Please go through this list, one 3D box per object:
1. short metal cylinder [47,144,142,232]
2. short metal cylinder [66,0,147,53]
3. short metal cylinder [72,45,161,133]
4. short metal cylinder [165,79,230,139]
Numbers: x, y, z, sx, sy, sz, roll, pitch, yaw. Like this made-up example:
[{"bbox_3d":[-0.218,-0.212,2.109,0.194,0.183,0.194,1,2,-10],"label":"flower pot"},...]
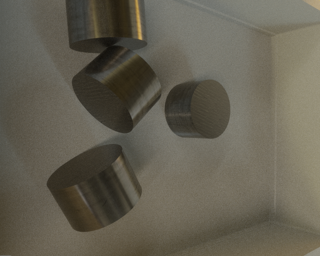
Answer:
[{"bbox_3d":[-0.065,0.058,0.316,0.081,0.080,0.050,-36,112,-34],"label":"short metal cylinder"},{"bbox_3d":[-0.055,-0.111,0.324,0.081,0.080,0.050,-7,95,-40],"label":"short metal cylinder"},{"bbox_3d":[-0.046,-0.040,0.332,0.050,0.080,0.080,-51,120,-28],"label":"short metal cylinder"},{"bbox_3d":[0.053,-0.025,0.435,0.081,0.050,0.080,0,90,-40],"label":"short metal cylinder"}]
